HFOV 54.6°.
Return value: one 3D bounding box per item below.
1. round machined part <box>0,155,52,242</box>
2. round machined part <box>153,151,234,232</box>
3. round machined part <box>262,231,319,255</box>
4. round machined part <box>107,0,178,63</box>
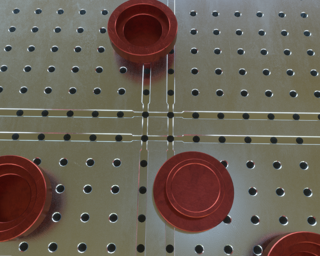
[{"bbox_3d":[-0.178,0.085,0.371,0.099,0.042,0.098,0,70,0],"label":"round machined part"},{"bbox_3d":[0.041,0.075,0.376,0.099,0.042,0.098,0,70,0],"label":"round machined part"},{"bbox_3d":[0.158,0.166,0.343,0.099,0.042,0.098,0,70,0],"label":"round machined part"},{"bbox_3d":[-0.024,-0.136,0.453,0.099,0.042,0.098,0,70,0],"label":"round machined part"}]
